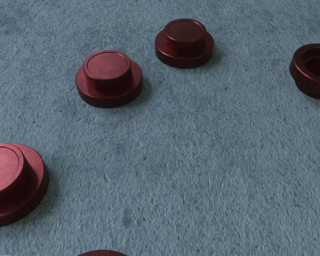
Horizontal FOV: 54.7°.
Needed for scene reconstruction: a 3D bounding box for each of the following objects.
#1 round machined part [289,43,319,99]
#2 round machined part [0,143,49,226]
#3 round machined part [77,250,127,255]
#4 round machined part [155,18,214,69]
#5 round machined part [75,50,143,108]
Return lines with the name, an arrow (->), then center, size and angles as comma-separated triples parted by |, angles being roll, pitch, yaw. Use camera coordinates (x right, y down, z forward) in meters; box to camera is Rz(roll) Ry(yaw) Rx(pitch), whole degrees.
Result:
round machined part -> 0.243, -0.080, 0.461 | 0.099, 0.042, 0.098 | 0, 50, 0
round machined part -> -0.179, 0.056, 0.344 | 0.099, 0.042, 0.098 | 0, 50, 0
round machined part -> -0.051, 0.158, 0.259 | 0.099, 0.042, 0.098 | 0, 50, 0
round machined part -> 0.041, -0.146, 0.515 | 0.099, 0.042, 0.098 | 0, 50, 0
round machined part -> -0.075, -0.078, 0.457 | 0.099, 0.042, 0.098 | 0, 50, 0
